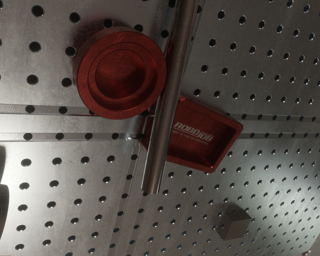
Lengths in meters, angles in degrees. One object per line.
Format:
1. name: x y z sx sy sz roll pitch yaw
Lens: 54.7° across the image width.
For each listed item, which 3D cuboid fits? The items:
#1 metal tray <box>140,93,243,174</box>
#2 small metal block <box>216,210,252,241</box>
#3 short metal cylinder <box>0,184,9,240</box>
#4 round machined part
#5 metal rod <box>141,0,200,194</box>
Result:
1. metal tray: 0.049 0.010 0.442 0.131 0.030 0.090 20 108 -36
2. small metal block: 0.147 0.193 0.614 0.050 0.025 0.050 2 118 -30
3. short metal cylinder: -0.200 0.095 0.326 0.050 0.080 0.080 20 108 -36
4. round machined part: -0.046 -0.061 0.338 0.099 0.042 0.097 -14 124 -21
5. metal rod: 0.015 -0.060 0.358 0.025 0.025 0.298 1 111 -29
